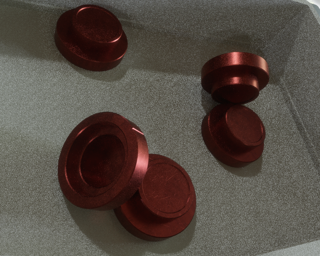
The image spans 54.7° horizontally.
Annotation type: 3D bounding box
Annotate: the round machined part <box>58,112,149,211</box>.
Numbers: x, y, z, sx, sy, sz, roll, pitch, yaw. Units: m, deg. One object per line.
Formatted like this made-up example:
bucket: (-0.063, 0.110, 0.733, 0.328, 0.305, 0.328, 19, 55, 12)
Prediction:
round machined part: (-0.054, 0.036, 0.321, 0.042, 0.098, 0.098, 35, 38, -56)

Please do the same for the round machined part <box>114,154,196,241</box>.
round machined part: (-0.001, 0.073, 0.349, 0.099, 0.042, 0.098, 14, 56, -21)

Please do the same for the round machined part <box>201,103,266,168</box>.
round machined part: (0.114, 0.005, 0.453, 0.099, 0.042, 0.098, 13, 56, -21)

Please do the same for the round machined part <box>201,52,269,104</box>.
round machined part: (0.111, -0.067, 0.460, 0.099, 0.098, 0.042, 12, 66, -22)

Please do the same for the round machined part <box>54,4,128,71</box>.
round machined part: (-0.090, -0.129, 0.425, 0.099, 0.042, 0.098, 14, 56, -21)
